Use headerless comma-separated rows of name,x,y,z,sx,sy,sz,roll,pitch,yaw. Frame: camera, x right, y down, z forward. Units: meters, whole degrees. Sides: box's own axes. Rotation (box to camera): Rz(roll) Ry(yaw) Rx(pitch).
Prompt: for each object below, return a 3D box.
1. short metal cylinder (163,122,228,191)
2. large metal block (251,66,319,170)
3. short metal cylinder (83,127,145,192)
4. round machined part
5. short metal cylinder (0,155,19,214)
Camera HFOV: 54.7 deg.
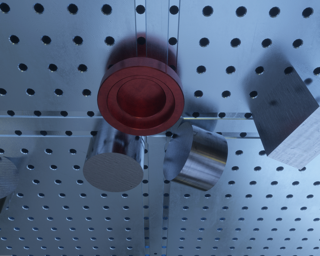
short metal cylinder,0.045,0.038,0.408,0.050,0.080,0.080,21,127,-17
large metal block,0.162,-0.012,0.367,0.050,0.080,0.080,21,127,-17
short metal cylinder,-0.062,0.045,0.433,0.081,0.050,0.079,0,130,0
round machined part,-0.021,-0.040,0.366,0.099,0.042,0.097,0,130,0
short metal cylinder,-0.251,0.083,0.443,0.080,0.080,0.050,23,126,-19
